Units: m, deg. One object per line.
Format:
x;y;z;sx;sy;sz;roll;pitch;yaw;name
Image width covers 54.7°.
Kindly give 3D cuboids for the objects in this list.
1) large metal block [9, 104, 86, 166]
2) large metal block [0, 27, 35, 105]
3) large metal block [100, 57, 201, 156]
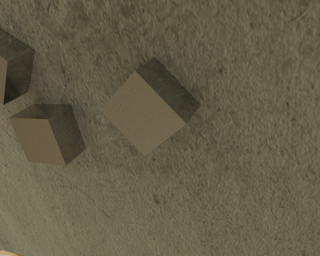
-0.174;0.009;0.486;0.080;0.050;0.079;2;120;26;large metal block
-0.239;-0.095;0.455;0.080;0.050;0.079;34;129;5;large metal block
-0.012;-0.025;0.380;0.080;0.050;0.080;46;129;-5;large metal block
